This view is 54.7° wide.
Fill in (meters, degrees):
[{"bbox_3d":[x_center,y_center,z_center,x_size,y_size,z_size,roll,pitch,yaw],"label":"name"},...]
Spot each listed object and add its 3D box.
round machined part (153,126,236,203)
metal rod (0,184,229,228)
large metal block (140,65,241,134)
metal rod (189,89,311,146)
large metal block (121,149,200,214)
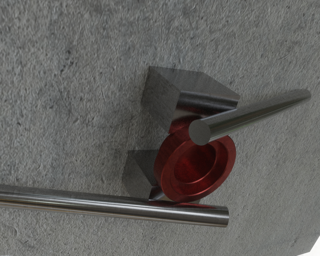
[{"bbox_3d":[0.037,0.037,0.365,0.099,0.042,0.097,-14,125,-21],"label":"round machined part"},{"bbox_3d":[-0.070,0.088,0.354,0.302,0.025,0.025,7,117,-7],"label":"metal rod"},{"bbox_3d":[0.033,-0.034,0.371,0.081,0.080,0.050,1,118,-29],"label":"large metal block"},{"bbox_3d":[0.137,-0.024,0.401,0.302,0.025,0.025,-16,128,-47],"label":"metal rod"},{"bbox_3d":[0.003,0.071,0.420,0.081,0.080,0.050,1,118,-29],"label":"large metal block"}]
